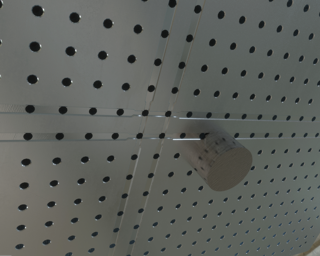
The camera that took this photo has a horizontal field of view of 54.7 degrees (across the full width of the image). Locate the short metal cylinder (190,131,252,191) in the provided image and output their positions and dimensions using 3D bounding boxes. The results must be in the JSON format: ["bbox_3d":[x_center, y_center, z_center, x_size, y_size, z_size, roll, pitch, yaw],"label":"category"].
[{"bbox_3d":[0.095,0.051,0.481,0.081,0.050,0.079,-14,125,-21],"label":"short metal cylinder"}]
